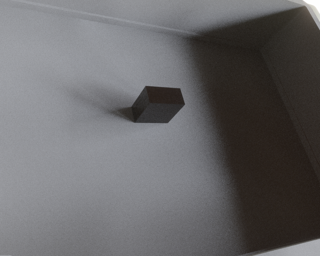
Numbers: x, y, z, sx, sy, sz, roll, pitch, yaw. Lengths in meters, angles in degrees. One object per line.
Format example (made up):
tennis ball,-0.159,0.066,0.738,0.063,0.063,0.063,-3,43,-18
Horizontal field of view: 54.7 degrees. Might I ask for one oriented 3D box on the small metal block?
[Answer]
small metal block,-0.003,-0.029,0.407,0.050,0.050,0.025,0,62,-29
